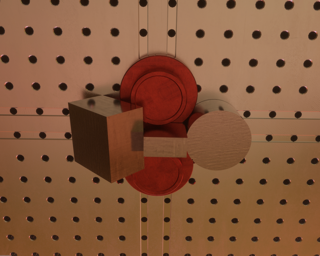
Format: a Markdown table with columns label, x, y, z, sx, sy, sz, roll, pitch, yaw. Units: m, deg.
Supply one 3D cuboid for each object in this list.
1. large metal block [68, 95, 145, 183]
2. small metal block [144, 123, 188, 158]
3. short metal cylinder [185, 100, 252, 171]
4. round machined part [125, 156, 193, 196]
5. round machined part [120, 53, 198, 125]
| label | x | y | z | sx | sy | sz | roll | pitch | yaw |
| --- | --- | --- | --- | --- | --- | --- | --- | --- | --- |
| large metal block | -0.066 | 0.010 | 0.381 | 0.050 | 0.080 | 0.079 | -19 | 118 | -41 |
| small metal block | 0.006 | 0.014 | 0.381 | 0.050 | 0.050 | 0.025 | 1 | 110 | -1 |
| short metal cylinder | 0.072 | 0.008 | 0.402 | 0.081 | 0.050 | 0.079 | 0 | 110 | 0 |
| round machined part | -0.003 | 0.052 | 0.423 | 0.099 | 0.042 | 0.097 | 0 | 110 | 0 |
| round machined part | -0.002 | -0.042 | 0.389 | 0.099 | 0.042 | 0.097 | 0 | 110 | 0 |
